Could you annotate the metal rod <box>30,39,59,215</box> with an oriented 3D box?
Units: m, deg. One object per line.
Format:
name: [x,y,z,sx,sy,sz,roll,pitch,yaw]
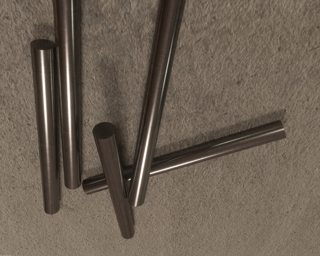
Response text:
metal rod: [-0.153,0.023,0.424,0.025,0.025,0.298,8,130,-7]

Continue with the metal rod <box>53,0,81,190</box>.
metal rod: [-0.111,-0.027,0.382,0.025,0.025,0.298,7,130,-6]

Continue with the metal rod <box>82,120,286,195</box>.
metal rod: [0.024,0.046,0.447,0.301,0.025,0.025,-18,128,14]

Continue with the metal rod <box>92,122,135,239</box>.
metal rod: [-0.061,0.098,0.457,0.025,0.025,0.298,-1,140,0]

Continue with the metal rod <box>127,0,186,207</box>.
metal rod: [-0.010,-0.014,0.375,0.025,0.025,0.298,7,124,-7]
